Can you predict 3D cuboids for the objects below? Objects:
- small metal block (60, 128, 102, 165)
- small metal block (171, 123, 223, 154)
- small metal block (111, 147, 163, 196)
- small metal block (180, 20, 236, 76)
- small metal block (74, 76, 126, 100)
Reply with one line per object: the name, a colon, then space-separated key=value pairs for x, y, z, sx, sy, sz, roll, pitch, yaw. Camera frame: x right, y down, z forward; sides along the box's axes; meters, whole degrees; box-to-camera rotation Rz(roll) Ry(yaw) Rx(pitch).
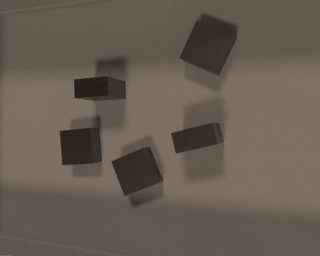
small metal block: x=-0.115 y=0.027 z=0.450 sx=0.050 sy=0.025 sz=0.050 roll=-5 pitch=88 yaw=19
small metal block: x=0.047 y=0.012 z=0.380 sx=0.050 sy=0.050 sz=0.025 roll=-14 pitch=85 yaw=19
small metal block: x=-0.031 y=0.058 z=0.420 sx=0.050 sy=0.025 sz=0.050 roll=-24 pitch=82 yaw=18
small metal block: x=0.060 y=-0.100 z=0.389 sx=0.050 sy=0.025 sz=0.050 roll=27 pitch=99 yaw=17
small metal block: x=-0.081 y=-0.053 z=0.425 sx=0.050 sy=0.050 sz=0.025 roll=-2 pitch=90 yaw=19
